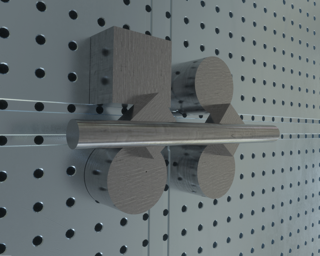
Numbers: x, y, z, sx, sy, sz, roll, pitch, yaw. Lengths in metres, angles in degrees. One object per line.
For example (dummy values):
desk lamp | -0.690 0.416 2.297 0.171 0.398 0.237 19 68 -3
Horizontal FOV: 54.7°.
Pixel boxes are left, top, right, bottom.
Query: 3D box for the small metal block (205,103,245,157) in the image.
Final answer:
small metal block | 0.086 0.003 0.417 0.050 0.025 0.050 48 62 -29

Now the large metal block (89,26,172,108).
large metal block | -0.033 -0.065 0.364 0.081 0.050 0.080 2 89 -40

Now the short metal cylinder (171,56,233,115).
short metal cylinder | 0.060 -0.058 0.443 0.081 0.050 0.080 0 90 -40

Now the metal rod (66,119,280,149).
metal rod | 0.045 0.007 0.348 0.302 0.025 0.025 1 90 -40

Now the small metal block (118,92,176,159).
small metal block | -0.011 -0.003 0.335 0.050 0.025 0.050 -48 118 -29

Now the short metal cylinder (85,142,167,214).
short metal cylinder | -0.039 0.054 0.359 0.081 0.050 0.080 0 90 -40

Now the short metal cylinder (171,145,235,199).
short metal cylinder | 0.063 0.057 0.446 0.081 0.050 0.080 0 90 -40
